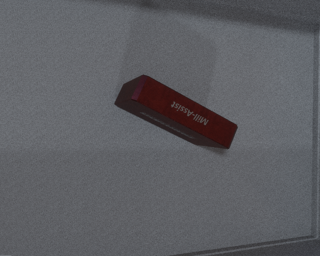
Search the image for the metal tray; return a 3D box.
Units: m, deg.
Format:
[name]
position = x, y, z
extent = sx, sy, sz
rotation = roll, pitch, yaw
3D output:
[metal tray]
position = 0.017, -0.016, 0.380
extent = 0.131, 0.090, 0.030
rotation = 26, 81, -19
